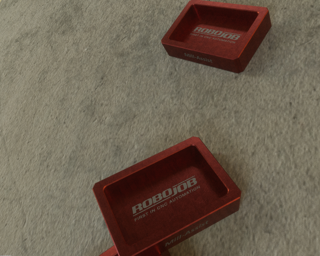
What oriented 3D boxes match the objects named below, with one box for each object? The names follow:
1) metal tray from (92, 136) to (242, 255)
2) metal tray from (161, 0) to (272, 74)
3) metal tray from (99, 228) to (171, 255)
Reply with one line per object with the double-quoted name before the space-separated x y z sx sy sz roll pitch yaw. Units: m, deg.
"metal tray" 0.006 0.072 0.326 0.131 0.030 0.090 -25 51 -12
"metal tray" 0.077 -0.135 0.441 0.130 0.030 0.090 24 74 36
"metal tray" -0.042 0.174 0.314 0.130 0.030 0.090 -35 51 4
